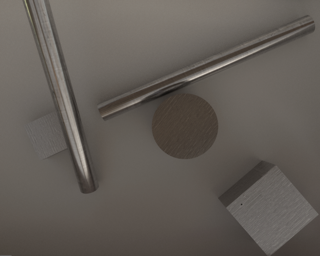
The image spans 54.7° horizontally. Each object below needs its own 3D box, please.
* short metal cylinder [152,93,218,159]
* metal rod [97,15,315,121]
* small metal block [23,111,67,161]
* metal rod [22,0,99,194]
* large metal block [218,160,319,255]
[{"bbox_3d":[0.030,-0.002,0.399,0.081,0.050,0.079,0,90,-1],"label":"short metal cylinder"},{"bbox_3d":[0.061,-0.080,0.412,0.301,0.025,0.025,-23,90,-1],"label":"metal rod"},{"bbox_3d":[-0.142,0.009,0.410,0.050,0.025,0.050,-25,90,-1],"label":"small metal block"},{"bbox_3d":[-0.115,-0.054,0.350,0.025,0.025,0.298,-9,115,0],"label":"metal rod"},{"bbox_3d":[0.137,0.101,0.401,0.080,0.050,0.080,-41,91,0],"label":"large metal block"}]
